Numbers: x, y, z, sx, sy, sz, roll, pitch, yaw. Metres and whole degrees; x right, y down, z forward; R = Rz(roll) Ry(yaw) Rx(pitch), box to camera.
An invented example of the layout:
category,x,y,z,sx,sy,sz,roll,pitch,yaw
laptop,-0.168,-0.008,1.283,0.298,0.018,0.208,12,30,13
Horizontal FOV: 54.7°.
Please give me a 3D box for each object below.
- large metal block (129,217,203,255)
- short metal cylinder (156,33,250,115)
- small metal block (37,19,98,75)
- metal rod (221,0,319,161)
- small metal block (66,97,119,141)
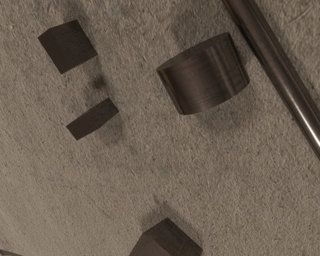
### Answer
category,x,y,z,sx,sy,sz,roll,pitch,yaw
large metal block,0.009,0.206,0.512,0.080,0.050,0.080,43,129,-2
short metal cylinder,0.043,-0.055,0.314,0.080,0.080,0.050,-17,109,34
small metal block,-0.113,-0.101,0.386,0.025,0.050,0.050,-19,109,35
metal rod,0.152,-0.012,0.318,0.025,0.025,0.299,-27,104,37
small metal block,-0.093,-0.013,0.430,0.050,0.050,0.025,-25,105,36
